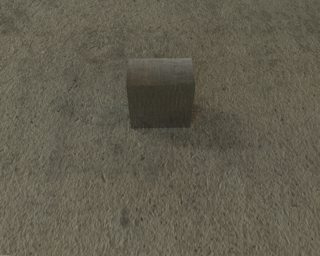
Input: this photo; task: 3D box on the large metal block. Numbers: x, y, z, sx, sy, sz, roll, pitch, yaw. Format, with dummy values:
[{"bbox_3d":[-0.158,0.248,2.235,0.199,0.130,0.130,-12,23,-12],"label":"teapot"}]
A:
[{"bbox_3d":[0.000,-0.044,0.406,0.081,0.080,0.050,-1,50,-1],"label":"large metal block"}]
